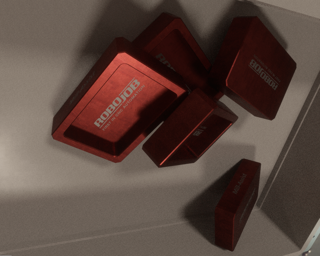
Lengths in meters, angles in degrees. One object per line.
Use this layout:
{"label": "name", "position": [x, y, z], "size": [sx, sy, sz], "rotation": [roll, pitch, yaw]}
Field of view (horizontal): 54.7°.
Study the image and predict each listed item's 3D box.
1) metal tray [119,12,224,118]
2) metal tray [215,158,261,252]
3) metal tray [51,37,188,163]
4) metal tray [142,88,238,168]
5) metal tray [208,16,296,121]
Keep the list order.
{"label": "metal tray", "position": [0.016, -0.060, 0.378], "size": [0.090, 0.030, 0.130], "rotation": [-44, 130, 2]}
{"label": "metal tray", "position": [0.130, 0.124, 0.513], "size": [0.131, 0.030, 0.089], "rotation": [-45, 139, -42]}
{"label": "metal tray", "position": [-0.045, -0.023, 0.337], "size": [0.090, 0.030, 0.129], "rotation": [27, 121, -33]}
{"label": "metal tray", "position": [0.043, 0.004, 0.378], "size": [0.090, 0.030, 0.130], "rotation": [-48, 160, 14]}
{"label": "metal tray", "position": [0.126, -0.074, 0.408], "size": [0.131, 0.030, 0.090], "rotation": [25, 87, -42]}
